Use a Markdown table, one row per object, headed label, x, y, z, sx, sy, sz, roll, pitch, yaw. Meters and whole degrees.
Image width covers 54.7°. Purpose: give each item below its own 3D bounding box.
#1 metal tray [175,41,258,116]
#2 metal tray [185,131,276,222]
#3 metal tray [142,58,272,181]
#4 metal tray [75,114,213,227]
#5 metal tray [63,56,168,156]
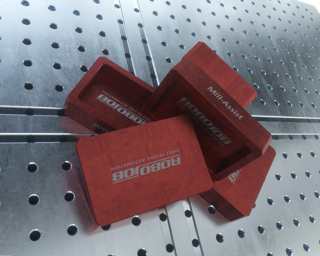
| label | x | y | z | sx | sy | sz | roll | pitch | yaw |
| --- | --- | --- | --- | --- | --- | --- | --- | --- | --- |
| metal tray | 0.061 | -0.049 | 0.406 | 0.090 | 0.130 | 0.030 | 43 | 79 | 1 |
| metal tray | 0.101 | 0.050 | 0.429 | 0.090 | 0.030 | 0.131 | 42 | 51 | 0 |
| metal tray | 0.049 | -0.006 | 0.359 | 0.130 | 0.090 | 0.030 | 44 | 51 | 1 |
| metal tray | -0.017 | 0.043 | 0.340 | 0.131 | 0.030 | 0.090 | -14 | 79 | -19 |
| metal tray | -0.043 | -0.025 | 0.398 | 0.130 | 0.030 | 0.090 | 31 | 51 | -8 |
